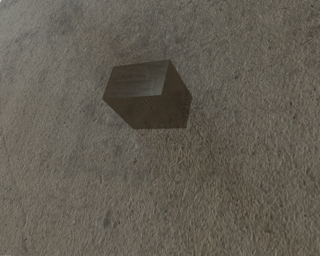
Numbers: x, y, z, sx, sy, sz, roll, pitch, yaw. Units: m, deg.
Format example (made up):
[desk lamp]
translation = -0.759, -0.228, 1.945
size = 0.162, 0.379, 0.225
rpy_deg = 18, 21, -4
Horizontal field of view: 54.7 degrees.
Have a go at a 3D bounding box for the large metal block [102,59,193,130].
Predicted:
[large metal block]
translation = -0.013, -0.039, 0.400
size = 0.080, 0.080, 0.050
rpy_deg = -1, 61, 27
